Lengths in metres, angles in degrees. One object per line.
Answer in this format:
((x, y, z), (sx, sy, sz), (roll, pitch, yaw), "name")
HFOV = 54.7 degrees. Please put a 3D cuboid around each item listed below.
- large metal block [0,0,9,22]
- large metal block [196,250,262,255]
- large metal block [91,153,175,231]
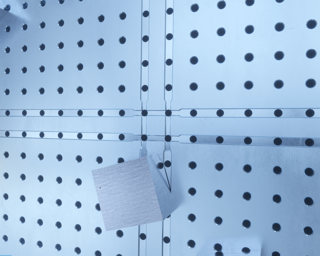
((-0.312, -0.199, 0.507), (0.080, 0.050, 0.080), (-40, 78, 15), "large metal block")
((0.085, 0.197, 0.369), (0.080, 0.050, 0.080), (-10, 87, 19), "large metal block")
((-0.034, 0.083, 0.410), (0.080, 0.050, 0.080), (-16, 85, 19), "large metal block")
